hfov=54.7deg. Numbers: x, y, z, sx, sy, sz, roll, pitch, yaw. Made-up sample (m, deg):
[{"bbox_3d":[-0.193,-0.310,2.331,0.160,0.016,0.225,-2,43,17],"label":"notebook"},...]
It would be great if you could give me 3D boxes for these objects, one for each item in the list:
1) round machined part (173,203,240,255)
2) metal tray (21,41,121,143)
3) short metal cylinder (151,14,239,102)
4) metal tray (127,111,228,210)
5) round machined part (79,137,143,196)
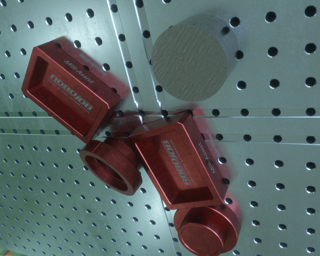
[{"bbox_3d":[0.065,0.152,0.459,0.098,0.042,0.097,13,124,20],"label":"round machined part"},{"bbox_3d":[-0.130,-0.048,0.444,0.130,0.030,0.089,39,129,1],"label":"metal tray"},{"bbox_3d":[0.038,-0.074,0.328,0.080,0.050,0.079,13,124,20],"label":"short metal cylinder"},{"bbox_3d":[0.025,0.050,0.424,0.090,0.030,0.130,-17,110,34],"label":"metal tray"},{"bbox_3d":[-0.065,0.051,0.450,0.098,0.042,0.098,28,150,18],"label":"round machined part"}]
